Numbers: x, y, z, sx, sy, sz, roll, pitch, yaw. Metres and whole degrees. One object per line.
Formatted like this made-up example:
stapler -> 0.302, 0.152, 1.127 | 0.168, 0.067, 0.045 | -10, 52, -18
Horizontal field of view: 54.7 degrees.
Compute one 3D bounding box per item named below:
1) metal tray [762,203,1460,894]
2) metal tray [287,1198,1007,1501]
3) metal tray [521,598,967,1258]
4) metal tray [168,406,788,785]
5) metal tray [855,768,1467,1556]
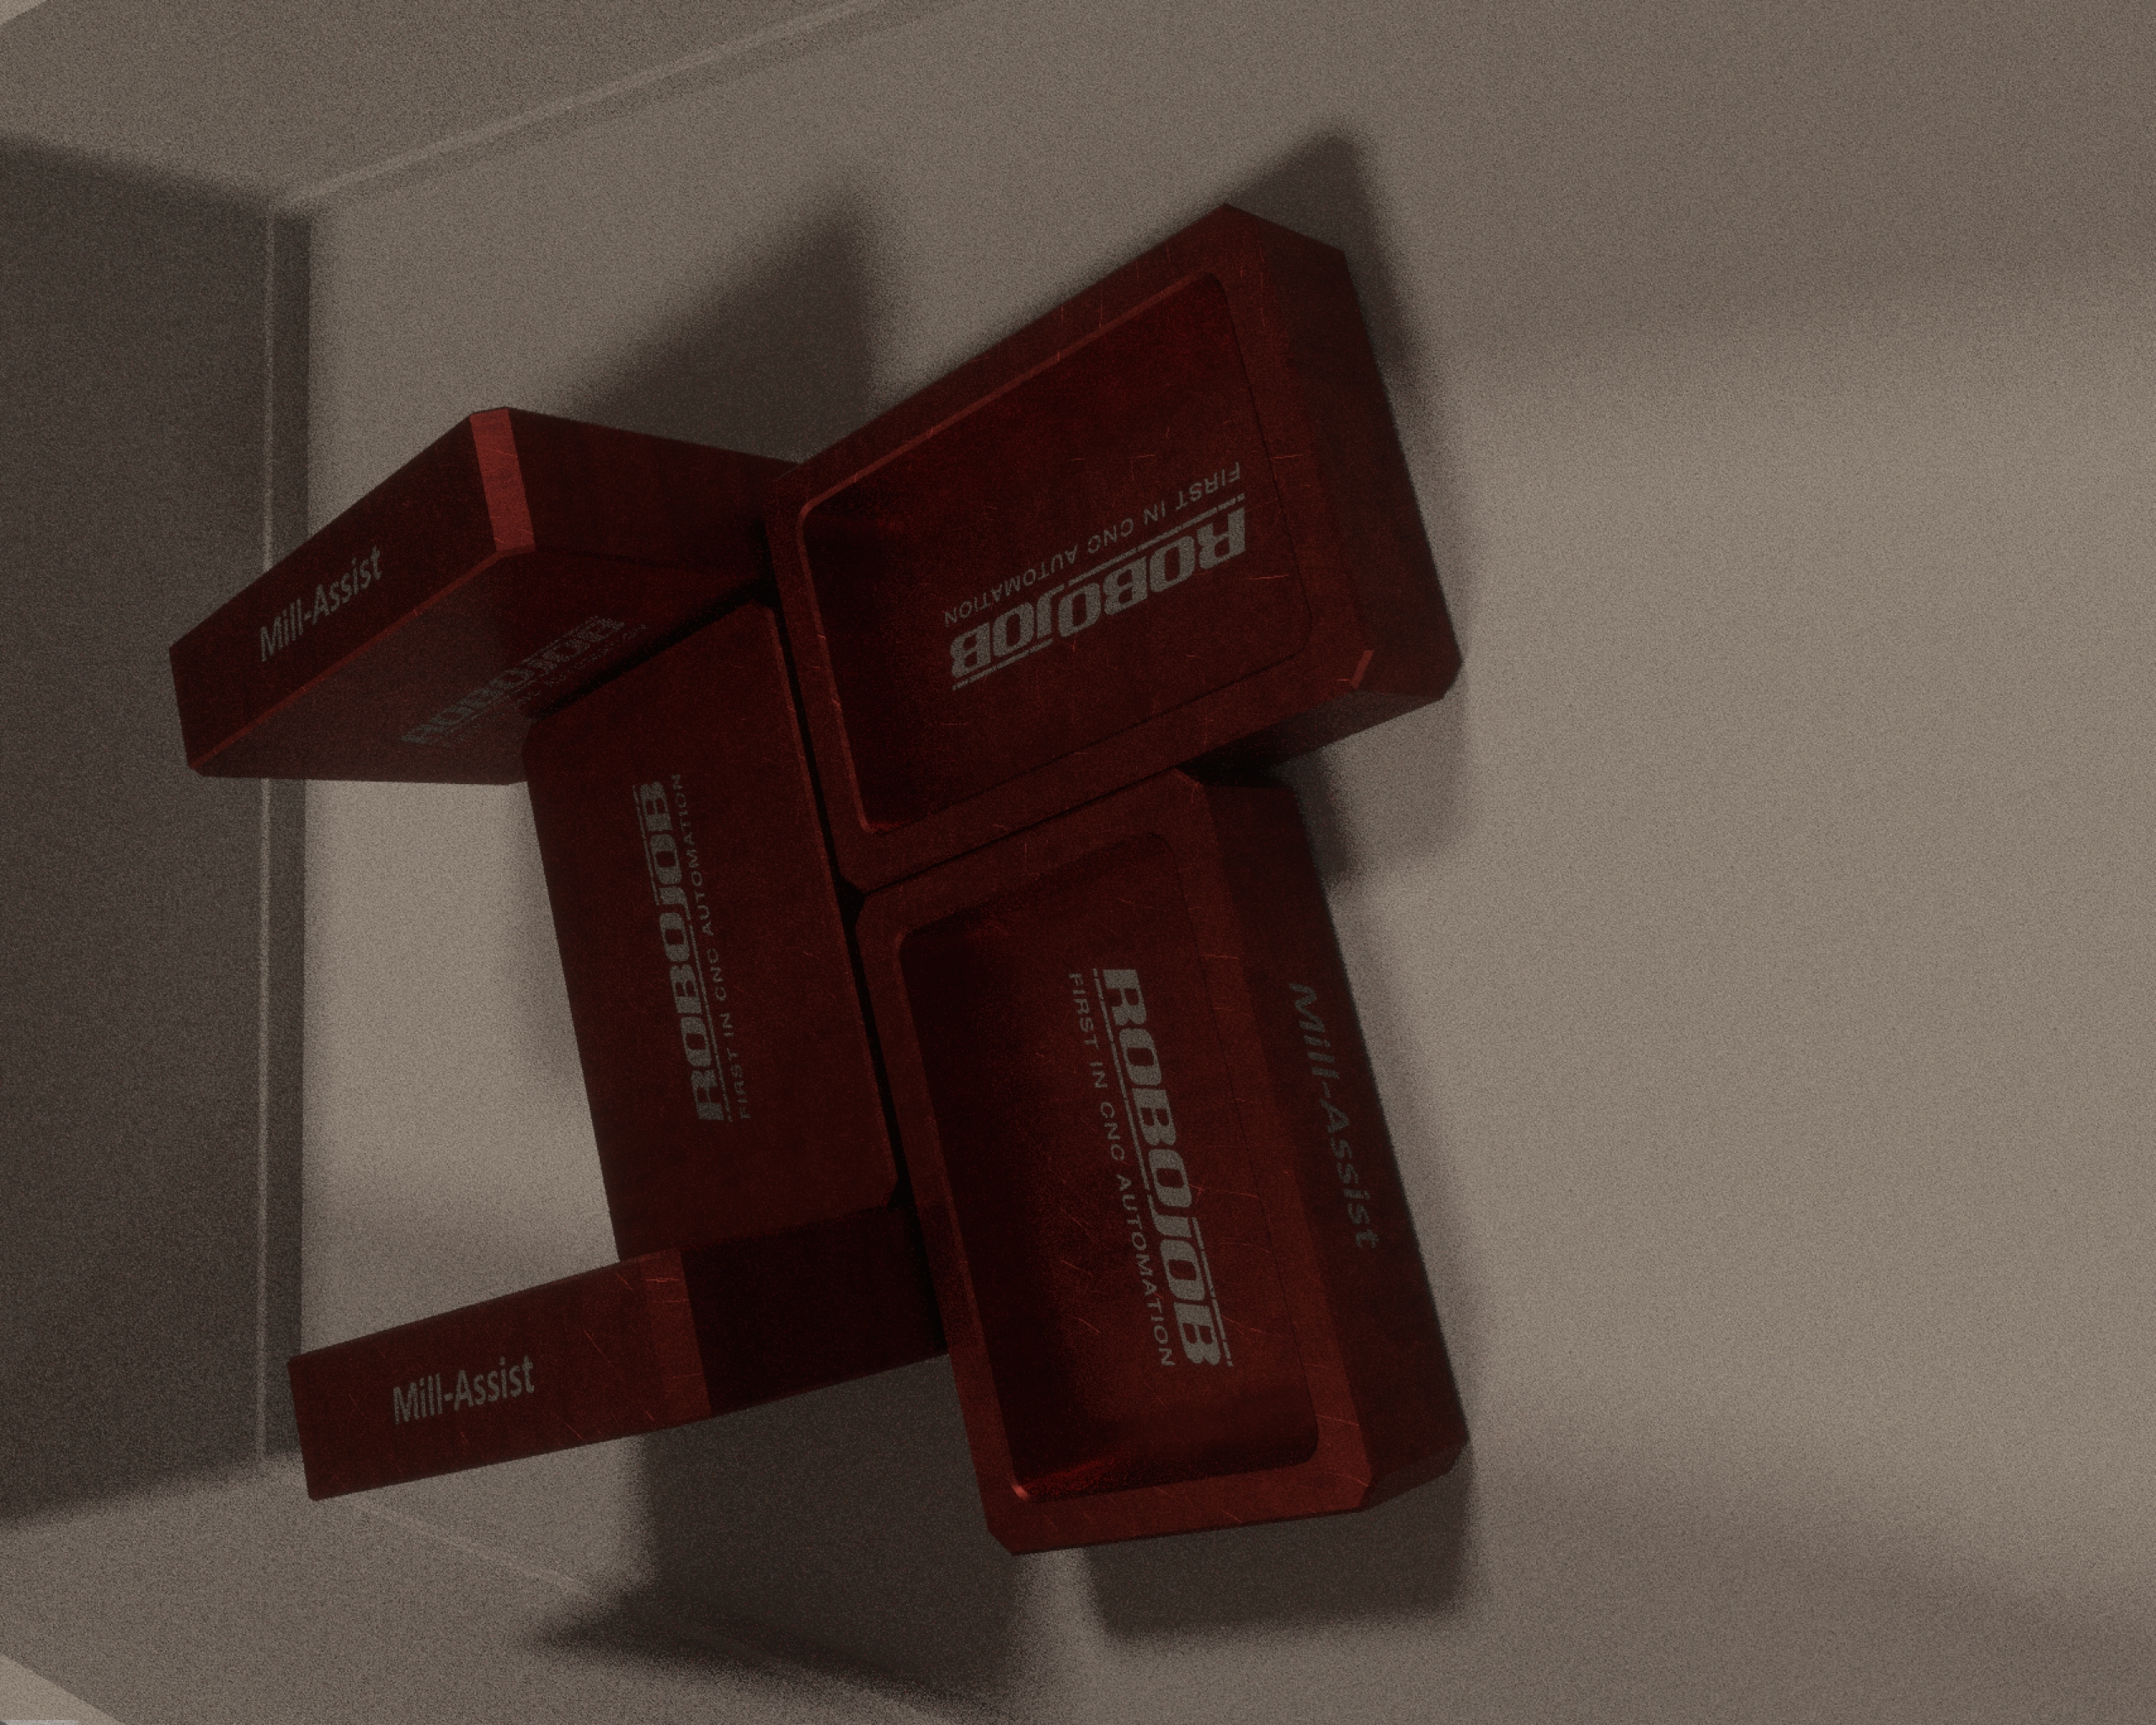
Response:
metal tray -> 0.000, -0.054, 0.399 | 0.130, 0.030, 0.090 | -22, 77, 37
metal tray -> -0.089, 0.100, 0.431 | 0.130, 0.091, 0.030 | -22, 77, 37
metal tray -> -0.073, 0.018, 0.458 | 0.090, 0.030, 0.129 | -22, 76, 37
metal tray -> -0.127, -0.053, 0.461 | 0.130, 0.091, 0.030 | -23, 76, 37
metal tray -> 0.011, 0.057, 0.390 | 0.090, 0.030, 0.129 | -22, 76, 37
